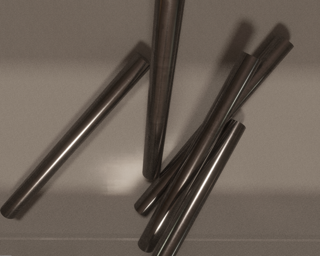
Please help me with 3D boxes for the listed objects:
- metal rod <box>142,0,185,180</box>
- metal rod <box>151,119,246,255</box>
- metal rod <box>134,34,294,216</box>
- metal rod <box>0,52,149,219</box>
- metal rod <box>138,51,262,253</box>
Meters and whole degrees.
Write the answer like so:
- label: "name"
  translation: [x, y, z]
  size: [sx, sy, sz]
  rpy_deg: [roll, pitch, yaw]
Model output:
- label: "metal rod"
  translation: [0.000, -0.039, 0.328]
  size: [0.025, 0.025, 0.298]
  rpy_deg: [5, 137, -2]
- label: "metal rod"
  translation: [0.026, 0.120, 0.383]
  size: [0.025, 0.025, 0.300]
  rpy_deg: [34, 78, -12]
- label: "metal rod"
  translation: [0.062, 0.007, 0.414]
  size: [0.025, 0.025, 0.299]
  rpy_deg: [35, 106, -12]
- label: "metal rod"
  translation: [-0.120, 0.019, 0.416]
  size: [0.025, 0.025, 0.299]
  rpy_deg: [41, 105, -14]
- label: "metal rod"
  translation: [0.042, 0.044, 0.400]
  size: [0.025, 0.025, 0.298]
  rpy_deg: [23, 109, -9]
